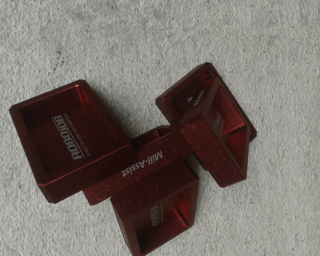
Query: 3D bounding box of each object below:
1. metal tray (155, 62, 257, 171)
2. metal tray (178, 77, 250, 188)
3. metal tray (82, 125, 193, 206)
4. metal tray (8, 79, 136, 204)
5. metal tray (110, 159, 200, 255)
[{"bbox_3d":[0.067,-0.014,0.433,0.090,0.030,0.130,-40,103,-16],"label":"metal tray"},{"bbox_3d":[0.073,-0.001,0.379,0.090,0.030,0.130,54,29,-13],"label":"metal tray"},{"bbox_3d":[-0.033,0.037,0.364,0.131,0.090,0.030,-26,99,-18],"label":"metal tray"},{"bbox_3d":[-0.095,0.005,0.325,0.091,0.130,0.030,-26,138,-19],"label":"metal tray"},{"bbox_3d":[-0.002,0.100,0.364,0.091,0.030,0.129,-26,144,-18],"label":"metal tray"}]
